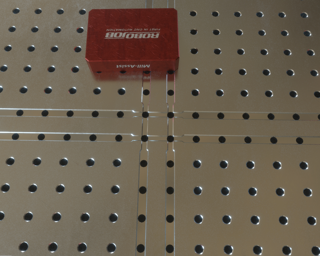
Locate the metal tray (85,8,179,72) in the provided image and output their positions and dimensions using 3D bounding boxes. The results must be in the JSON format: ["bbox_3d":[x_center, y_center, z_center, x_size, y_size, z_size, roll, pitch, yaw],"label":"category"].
[{"bbox_3d":[-0.039,-0.130,0.456,0.131,0.030,0.090,-1,70,-1],"label":"metal tray"}]
